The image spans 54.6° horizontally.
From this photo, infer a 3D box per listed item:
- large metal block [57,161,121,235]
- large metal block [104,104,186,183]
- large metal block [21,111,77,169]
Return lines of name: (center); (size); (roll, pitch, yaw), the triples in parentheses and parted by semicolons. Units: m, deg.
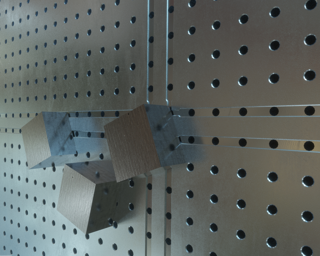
large metal block: (-0.113, 0.106, 0.488); (0.080, 0.050, 0.080); (21, 104, 38)
large metal block: (-0.022, 0.021, 0.412); (0.080, 0.050, 0.080); (-25, 74, 37)
large metal block: (-0.203, 0.023, 0.563); (0.080, 0.050, 0.080); (-27, 73, 37)
